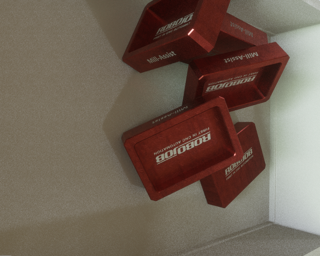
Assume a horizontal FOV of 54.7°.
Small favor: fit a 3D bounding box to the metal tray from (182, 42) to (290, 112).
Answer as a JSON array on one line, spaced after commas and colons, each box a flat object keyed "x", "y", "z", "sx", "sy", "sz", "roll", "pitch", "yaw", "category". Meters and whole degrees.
[{"x": 0.099, "y": -0.061, "z": 0.421, "sx": 0.131, "sy": 0.030, "sz": 0.090, "roll": -16, "pitch": 146, "yaw": -15, "category": "metal tray"}]

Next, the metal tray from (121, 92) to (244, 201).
[{"x": 0.030, "y": 0.023, "z": 0.387, "sx": 0.131, "sy": 0.030, "sz": 0.090, "roll": -25, "pitch": 109, "yaw": -5, "category": "metal tray"}]

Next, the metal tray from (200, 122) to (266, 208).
[{"x": 0.116, "y": 0.055, "z": 0.501, "sx": 0.131, "sy": 0.030, "sz": 0.090, "roll": -31, "pitch": 110, "yaw": -36, "category": "metal tray"}]

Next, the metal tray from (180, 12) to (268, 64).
[{"x": 0.074, "y": -0.115, "z": 0.423, "sx": 0.131, "sy": 0.090, "sz": 0.030, "roll": 7, "pitch": 74, "yaw": -40, "category": "metal tray"}]

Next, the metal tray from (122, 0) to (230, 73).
[{"x": 0.016, "y": -0.117, "z": 0.350, "sx": 0.030, "sy": 0.130, "sz": 0.090, "roll": 31, "pitch": 71, "yaw": -32, "category": "metal tray"}]
